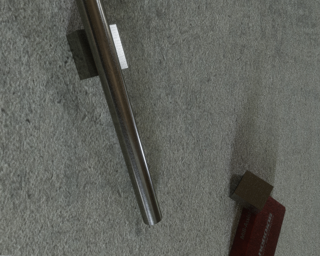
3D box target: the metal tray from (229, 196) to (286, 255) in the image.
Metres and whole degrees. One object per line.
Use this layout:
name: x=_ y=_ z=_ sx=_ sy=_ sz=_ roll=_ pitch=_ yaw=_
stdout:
metal tray: x=0.177 y=0.187 z=0.553 sx=0.090 sy=0.030 sz=0.130 roll=36 pitch=68 yaw=-35

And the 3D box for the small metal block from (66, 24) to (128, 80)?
small metal block: x=-0.070 y=-0.085 z=0.348 sx=0.050 sy=0.025 sz=0.050 roll=-25 pitch=106 yaw=-38

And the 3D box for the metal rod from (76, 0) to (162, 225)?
metal rod: x=-0.043 y=-0.018 z=0.345 sx=0.025 sy=0.025 sz=0.298 roll=-31 pitch=117 yaw=-36

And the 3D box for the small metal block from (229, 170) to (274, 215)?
small metal block: x=0.154 y=0.108 z=0.519 sx=0.050 sy=0.025 sz=0.050 roll=33 pitch=61 yaw=12
